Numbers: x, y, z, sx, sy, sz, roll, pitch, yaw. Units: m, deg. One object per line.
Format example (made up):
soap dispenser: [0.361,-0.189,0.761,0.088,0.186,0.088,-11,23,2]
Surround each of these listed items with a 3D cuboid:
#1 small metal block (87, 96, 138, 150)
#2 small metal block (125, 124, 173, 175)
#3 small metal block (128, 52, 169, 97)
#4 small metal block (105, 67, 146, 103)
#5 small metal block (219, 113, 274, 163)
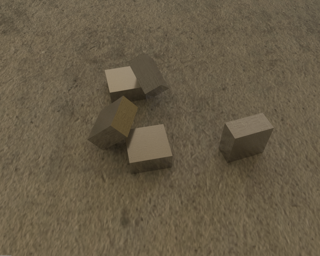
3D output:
small metal block: [-0.059,-0.006,0.389,0.025,0.050,0.050,39,45,-26]
small metal block: [-0.015,0.025,0.382,0.050,0.025,0.050,-9,51,-8]
small metal block: [-0.015,-0.073,0.433,0.025,0.050,0.050,-29,85,13]
small metal block: [-0.051,-0.064,0.456,0.050,0.025,0.050,-11,51,-10]
small metal block: [0.104,0.013,0.378,0.050,0.050,0.025,-15,52,-12]
